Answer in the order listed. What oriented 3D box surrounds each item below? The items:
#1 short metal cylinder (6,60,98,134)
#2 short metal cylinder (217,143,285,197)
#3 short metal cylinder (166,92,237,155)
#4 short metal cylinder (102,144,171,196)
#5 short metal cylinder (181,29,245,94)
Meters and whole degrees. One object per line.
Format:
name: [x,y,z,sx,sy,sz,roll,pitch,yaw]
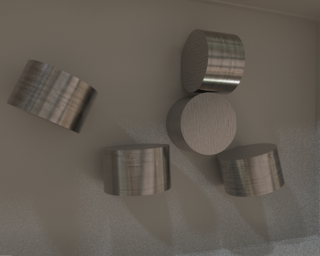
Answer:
short metal cylinder: [-0.116,-0.032,0.339,0.080,0.080,0.050,25,82,-18]
short metal cylinder: [0.124,0.056,0.427,0.081,0.080,0.050,-16,96,-19]
short metal cylinder: [0.055,-0.006,0.417,0.081,0.050,0.080,0,90,-20]
short metal cylinder: [-0.028,0.047,0.371,0.081,0.080,0.050,-3,91,-20]
short metal cylinder: [0.066,-0.085,0.405,0.050,0.080,0.080,1,90,-20]
